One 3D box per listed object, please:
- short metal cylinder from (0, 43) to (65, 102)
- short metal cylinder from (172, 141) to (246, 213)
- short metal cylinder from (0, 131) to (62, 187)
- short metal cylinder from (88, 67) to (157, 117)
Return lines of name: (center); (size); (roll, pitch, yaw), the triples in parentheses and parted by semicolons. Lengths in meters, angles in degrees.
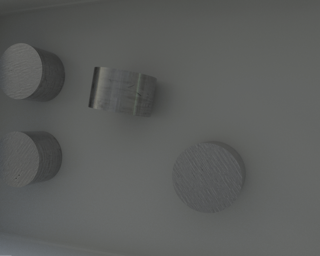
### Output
short metal cylinder: (-0.191, -0.081, 0.463); (0.080, 0.050, 0.079); (0, 90, 19)
short metal cylinder: (0.061, 0.057, 0.375); (0.080, 0.050, 0.079); (0, 90, 19)
short metal cylinder: (-0.196, 0.045, 0.465); (0.080, 0.050, 0.079); (0, 90, 19)
short metal cylinder: (-0.048, -0.045, 0.397); (0.080, 0.080, 0.050); (11, 94, 19)
